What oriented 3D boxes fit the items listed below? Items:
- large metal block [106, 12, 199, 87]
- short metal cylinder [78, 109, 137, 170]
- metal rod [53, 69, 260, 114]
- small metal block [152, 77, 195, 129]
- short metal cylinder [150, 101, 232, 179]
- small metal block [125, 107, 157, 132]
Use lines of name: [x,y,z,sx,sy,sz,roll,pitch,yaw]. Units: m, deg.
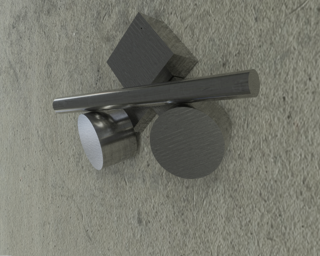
large metal block: [-0.012,-0.085,0.397,0.080,0.050,0.080,-50,61,28]
short metal cylinder: [-0.075,0.012,0.433,0.080,0.050,0.079,35,135,45]
metal rod: [-0.033,-0.036,0.366,0.300,0.025,0.025,-1,89,40]
small metal block: [0.024,-0.027,0.386,0.050,0.025,0.050,-51,61,28]
short metal cylinder: [0.035,0.009,0.343,0.080,0.050,0.079,7,110,19]
small metal block: [-0.031,-0.030,0.432,0.050,0.025,0.050,-50,61,27]
